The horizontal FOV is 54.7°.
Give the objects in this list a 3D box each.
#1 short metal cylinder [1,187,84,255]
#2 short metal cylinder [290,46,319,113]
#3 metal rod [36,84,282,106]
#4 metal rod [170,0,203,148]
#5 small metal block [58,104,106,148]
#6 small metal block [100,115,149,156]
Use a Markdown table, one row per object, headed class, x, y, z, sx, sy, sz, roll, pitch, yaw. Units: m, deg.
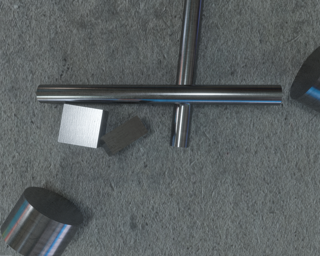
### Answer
| class | x | y | z | sx | sy | sz | roll | pitch | yaw |
| --- | --- | --- | --- | --- | --- | --- | --- | --- | --- |
| short metal cylinder | -0.143 | 0.116 | 0.381 | 0.080 | 0.080 | 0.050 | 33 | 90 | 0 |
| short metal cylinder | 0.209 | -0.060 | 0.384 | 0.050 | 0.080 | 0.080 | 28 | 90 | 0 |
| metal rod | -0.007 | -0.042 | 0.389 | 0.302 | 0.025 | 0.025 | 1 | 90 | 8 |
| metal rod | 0.040 | -0.124 | 0.410 | 0.025 | 0.025 | 0.298 | 6 | 90 | 0 |
| small metal block | -0.102 | -0.003 | 0.409 | 0.050 | 0.025 | 0.050 | 9 | 90 | 0 |
| small metal block | -0.047 | 0.011 | 0.391 | 0.050 | 0.050 | 0.025 | -33 | 91 | -17 |
